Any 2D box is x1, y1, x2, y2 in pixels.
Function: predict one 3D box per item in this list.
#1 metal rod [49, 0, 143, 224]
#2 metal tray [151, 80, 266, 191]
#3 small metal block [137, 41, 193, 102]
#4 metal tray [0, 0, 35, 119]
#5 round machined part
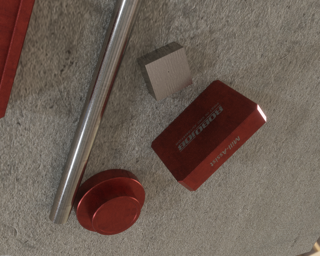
[{"bbox_3d":[-0.079,-0.012,0.357,0.025,0.025,0.298,9,114,-33],"label":"metal rod"},{"bbox_3d":[0.058,0.006,0.402,0.130,0.090,0.030,-45,130,3],"label":"metal tray"},{"bbox_3d":[0.007,-0.068,0.370,0.050,0.025,0.050,-28,128,-11],"label":"small metal block"},{"bbox_3d":[-0.169,-0.076,0.264,0.091,0.030,0.129,11,113,-34],"label":"metal tray"},{"bbox_3d":[-0.065,0.108,0.429,0.099,0.042,0.097,-14,125,-21],"label":"round machined part"}]
